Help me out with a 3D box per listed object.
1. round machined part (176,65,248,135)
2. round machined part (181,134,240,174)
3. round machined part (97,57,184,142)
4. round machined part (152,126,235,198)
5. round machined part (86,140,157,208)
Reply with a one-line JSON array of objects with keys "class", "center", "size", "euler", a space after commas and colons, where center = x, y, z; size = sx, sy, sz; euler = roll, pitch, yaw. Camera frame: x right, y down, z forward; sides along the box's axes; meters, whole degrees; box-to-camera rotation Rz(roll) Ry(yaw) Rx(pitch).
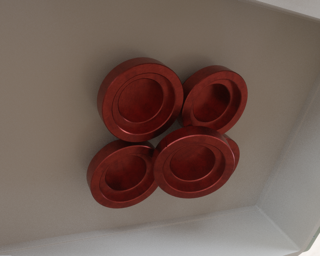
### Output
[{"class": "round machined part", "center": [0.063, -0.036, 0.409], "size": [0.099, 0.042, 0.097], "euler": [-14, 125, -21]}, {"class": "round machined part", "center": [0.066, 0.046, 0.462], "size": [0.099, 0.042, 0.097], "euler": [-14, 125, -21]}, {"class": "round machined part", "center": [-0.025, -0.035, 0.361], "size": [0.099, 0.042, 0.097], "euler": [-14, 125, -21]}, {"class": "round machined part", "center": [0.039, 0.038, 0.387], "size": [0.099, 0.042, 0.097], "euler": [-3, 122, -5]}, {"class": "round machined part", "center": [-0.047, 0.054, 0.404], "size": [0.099, 0.042, 0.097], "euler": [-14, 125, -21]}]
